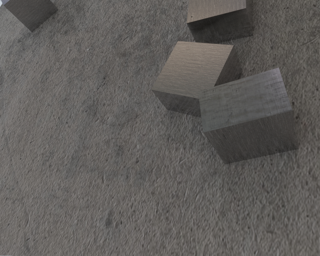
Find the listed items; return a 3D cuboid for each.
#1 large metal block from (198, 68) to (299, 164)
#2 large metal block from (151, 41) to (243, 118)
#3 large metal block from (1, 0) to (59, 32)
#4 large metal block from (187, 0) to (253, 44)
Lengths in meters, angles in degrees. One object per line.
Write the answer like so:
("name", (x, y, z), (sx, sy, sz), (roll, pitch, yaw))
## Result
("large metal block", (0.094, -0.008, 0.324), (0.080, 0.080, 0.050), (-15, 56, 20))
("large metal block", (0.049, -0.062, 0.400), (0.080, 0.050, 0.080), (15, 70, 34))
("large metal block", (-0.292, -0.278, 0.693), (0.080, 0.080, 0.050), (-40, 51, 1))
("large metal block", (0.088, -0.171, 0.447), (0.080, 0.050, 0.080), (-6, 59, 25))
